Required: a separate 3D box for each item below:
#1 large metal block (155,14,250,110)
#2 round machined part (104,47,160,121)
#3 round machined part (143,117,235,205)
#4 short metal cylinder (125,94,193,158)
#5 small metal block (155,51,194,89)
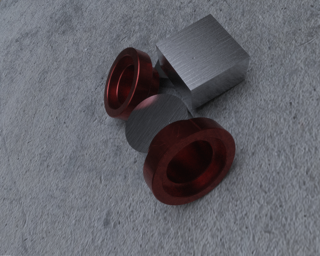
[{"bbox_3d":[0.052,-0.083,0.389,0.080,0.050,0.080,-31,66,-6],"label":"large metal block"},{"bbox_3d":[-0.037,-0.058,0.428,0.098,0.042,0.098,-25,58,50],"label":"round machined part"},{"bbox_3d":[0.027,0.030,0.324,0.098,0.098,0.042,-41,44,0],"label":"round machined part"},{"bbox_3d":[0.005,0.005,0.381,0.080,0.050,0.080,-13,56,20],"label":"short metal cylinder"},{"bbox_3d":[0.021,-0.085,0.443,0.050,0.025,0.050,11,67,32],"label":"small metal block"}]
